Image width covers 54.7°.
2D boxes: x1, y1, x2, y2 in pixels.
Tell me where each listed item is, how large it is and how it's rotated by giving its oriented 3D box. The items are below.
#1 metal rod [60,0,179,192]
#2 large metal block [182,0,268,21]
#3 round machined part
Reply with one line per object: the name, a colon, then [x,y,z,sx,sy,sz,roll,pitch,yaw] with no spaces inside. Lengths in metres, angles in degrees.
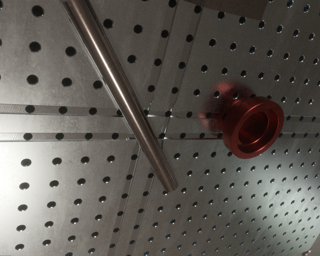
metal rod: [-0.033,-0.018,0.383,0.025,0.025,0.299,-32,129,-8]
large metal block: [0.079,-0.169,0.335,0.081,0.050,0.079,0,118,-29]
round machined part: [0.137,-0.004,0.475,0.099,0.042,0.097,-14,125,-21]
